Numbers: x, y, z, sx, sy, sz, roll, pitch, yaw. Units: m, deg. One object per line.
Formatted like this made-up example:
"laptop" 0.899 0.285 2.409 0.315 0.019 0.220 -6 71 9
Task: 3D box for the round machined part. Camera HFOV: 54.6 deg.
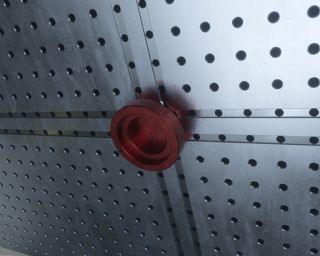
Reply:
"round machined part" -0.013 0.006 0.410 0.098 0.042 0.097 13 124 21
